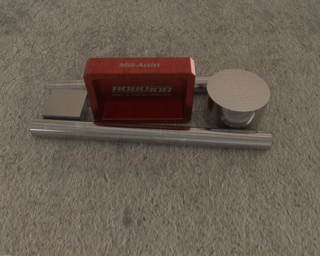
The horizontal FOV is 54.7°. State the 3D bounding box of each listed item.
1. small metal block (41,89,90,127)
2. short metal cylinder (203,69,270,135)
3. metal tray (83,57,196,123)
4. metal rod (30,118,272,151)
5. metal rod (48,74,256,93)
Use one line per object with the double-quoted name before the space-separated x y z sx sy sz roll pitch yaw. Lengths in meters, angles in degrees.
"small metal block" -0.127 -0.027 0.427 0.050 0.025 0.050 3 50 3
"short metal cylinder" 0.101 -0.034 0.417 0.081 0.050 0.080 0 50 0
"metal tray" -0.024 -0.046 0.399 0.131 0.090 0.030 0 50 0
"metal rod" -0.013 0.008 0.398 0.302 0.025 0.025 3 50 2
"metal rod" -0.008 -0.062 0.457 0.302 0.025 0.025 -2 50 -2
